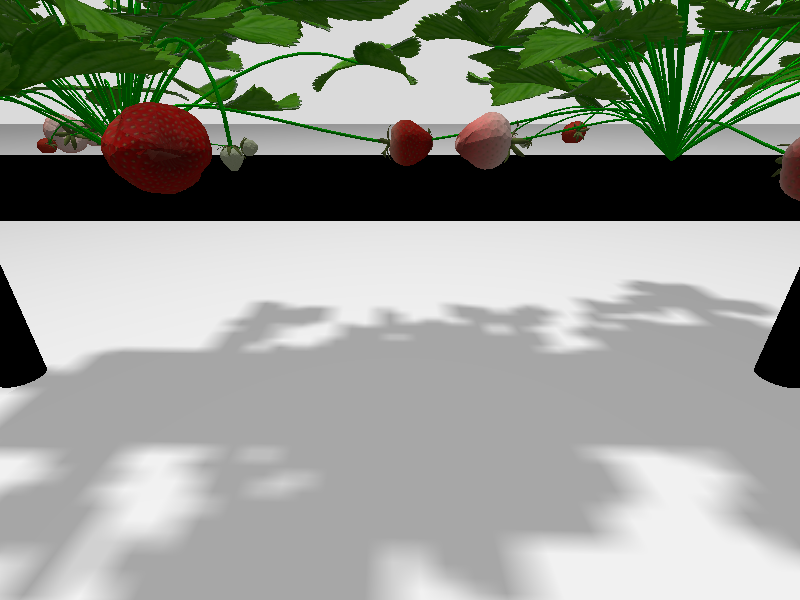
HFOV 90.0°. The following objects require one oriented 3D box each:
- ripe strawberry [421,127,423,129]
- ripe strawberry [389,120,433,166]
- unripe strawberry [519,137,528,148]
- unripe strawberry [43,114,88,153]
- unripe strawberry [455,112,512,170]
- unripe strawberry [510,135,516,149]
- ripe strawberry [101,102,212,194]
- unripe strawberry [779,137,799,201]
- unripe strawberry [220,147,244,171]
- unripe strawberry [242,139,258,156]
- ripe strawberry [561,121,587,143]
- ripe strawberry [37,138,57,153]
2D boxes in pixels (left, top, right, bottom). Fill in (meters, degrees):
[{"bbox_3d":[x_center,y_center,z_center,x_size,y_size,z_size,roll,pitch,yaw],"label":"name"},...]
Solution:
[{"bbox_3d":[0.010,-0.148,0.372,0.028,0.027,0.026,5,26,12],"label":"ripe strawberry"},{"bbox_3d":[0.009,-0.120,0.306,0.033,0.033,0.031,3,25,5],"label":"ripe strawberry"},{"bbox_3d":[0.138,-0.175,0.444,0.013,0.011,0.013,-16,19,-31],"label":"unripe strawberry"},{"bbox_3d":[-0.338,-0.168,0.404,0.038,0.037,0.035,17,30,34],"label":"unripe strawberry"},{"bbox_3d":[0.057,-0.111,0.281,0.039,0.038,0.036,-7,26,-14],"label":"unripe strawberry"},{"bbox_3d":[0.116,-0.169,0.429,0.017,0.017,0.015,-23,51,-39],"label":"unripe strawberry"},{"bbox_3d":[-0.107,-0.067,0.180,0.044,0.039,0.040,-17,31,-33],"label":"ripe strawberry"},{"bbox_3d":[0.186,-0.058,0.171,0.032,0.034,0.035,6,26,12],"label":"unripe strawberry"},{"bbox_3d":[-0.084,-0.070,0.200,0.011,0.011,0.011,23,33,40],"label":"unripe strawberry"},{"bbox_3d":[-0.134,-0.137,0.358,0.014,0.015,0.013,-8,26,-18],"label":"unripe strawberry"},{"bbox_3d":[0.215,-0.208,0.498,0.029,0.025,0.029,-1,17,-3],"label":"ripe strawberry"},{"bbox_3d":[-0.335,-0.146,0.379,0.016,0.013,0.016,-3,21,30],"label":"ripe strawberry"}]
